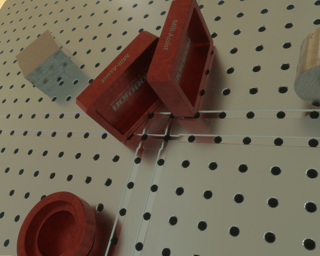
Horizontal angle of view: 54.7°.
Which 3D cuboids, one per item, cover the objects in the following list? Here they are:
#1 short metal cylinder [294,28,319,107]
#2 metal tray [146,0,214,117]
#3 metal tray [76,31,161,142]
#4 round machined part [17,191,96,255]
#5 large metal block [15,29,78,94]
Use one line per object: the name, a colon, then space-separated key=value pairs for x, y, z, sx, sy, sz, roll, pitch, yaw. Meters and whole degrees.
short metal cylinder: x=0.183 y=-0.060 z=0.314 sx=0.080 sy=0.080 sz=0.050 roll=6 pitch=65 yaw=31
metal tray: x=0.032 y=-0.091 z=0.405 sx=0.030 sy=0.090 sz=0.130 roll=2 pitch=63 yaw=29
metal tray: x=-0.036 y=-0.053 z=0.417 sx=0.130 sy=0.090 sz=0.030 roll=-47 pitch=51 yaw=-5
round machined part: x=-0.120 y=0.131 z=0.379 sx=0.098 sy=0.042 sz=0.098 roll=-13 pitch=54 yaw=19
large metal block: x=-0.214 y=-0.125 z=0.582 sx=0.080 sy=0.050 sz=0.080 roll=-39 pitch=51 yaw=1
